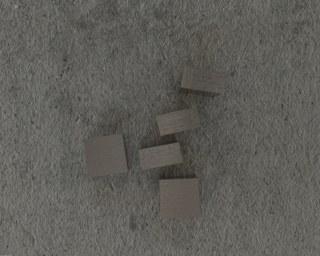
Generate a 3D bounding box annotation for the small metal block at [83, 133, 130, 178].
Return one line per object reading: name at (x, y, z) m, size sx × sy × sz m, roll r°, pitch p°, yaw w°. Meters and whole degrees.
small metal block at (-0.070, 0.035, 0.409) m, size 0.050 × 0.025 × 0.050 m, roll -8°, pitch 90°, yaw 0°

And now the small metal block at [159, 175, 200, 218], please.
small metal block at (0.025, 0.090, 0.410) m, size 0.050 × 0.025 × 0.050 m, roll -2°, pitch 90°, yaw 0°

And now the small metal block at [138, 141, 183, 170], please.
small metal block at (0.001, 0.034, 0.397) m, size 0.050 × 0.050 × 0.025 m, roll -10°, pitch 90°, yaw 0°

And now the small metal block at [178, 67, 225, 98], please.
small metal block at (0.052, -0.058, 0.398) m, size 0.050 × 0.050 × 0.025 m, roll 9°, pitch 90°, yaw 0°

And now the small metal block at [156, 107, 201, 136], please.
small metal block at (0.022, -0.008, 0.398) m, size 0.050 × 0.050 × 0.025 m, roll -13°, pitch 90°, yaw 0°
